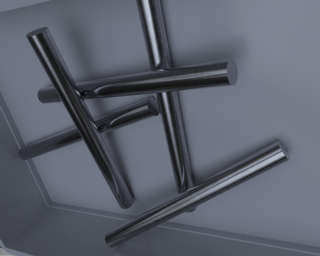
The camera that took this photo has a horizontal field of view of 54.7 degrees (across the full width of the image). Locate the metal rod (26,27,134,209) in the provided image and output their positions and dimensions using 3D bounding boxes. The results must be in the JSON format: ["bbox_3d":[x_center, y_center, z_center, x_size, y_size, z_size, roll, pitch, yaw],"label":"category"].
[{"bbox_3d":[-0.096,0.009,0.428,0.025,0.025,0.299,2,130,27],"label":"metal rod"}]

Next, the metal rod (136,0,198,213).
[{"bbox_3d":[0.014,-0.015,0.390,0.025,0.025,0.298,2,119,27],"label":"metal rod"}]

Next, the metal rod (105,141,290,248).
[{"bbox_3d":[0.032,0.101,0.420,0.299,0.025,0.025,-35,99,28],"label":"metal rod"}]

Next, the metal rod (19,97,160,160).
[{"bbox_3d":[-0.126,0.009,0.478,0.300,0.025,0.025,-17,110,34],"label":"metal rod"}]

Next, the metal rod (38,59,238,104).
[{"bbox_3d":[-0.053,-0.051,0.379,0.300,0.025,0.025,-1,118,36],"label":"metal rod"}]
